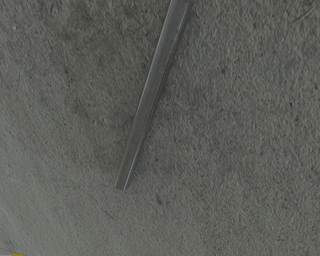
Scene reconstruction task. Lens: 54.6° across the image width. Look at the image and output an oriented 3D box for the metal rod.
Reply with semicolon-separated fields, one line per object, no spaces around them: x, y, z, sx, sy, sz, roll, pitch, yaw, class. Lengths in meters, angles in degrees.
-0.019;-0.021;0.404;0.025;0.025;0.298;29;128;10;metal rod
